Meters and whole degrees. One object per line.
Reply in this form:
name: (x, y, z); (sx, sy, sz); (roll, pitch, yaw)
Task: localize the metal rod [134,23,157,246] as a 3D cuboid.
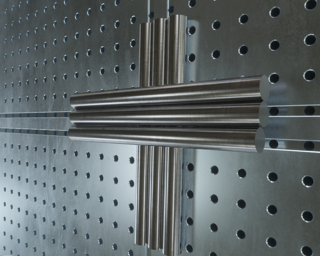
metal rod: (-0.019, 0.009, 0.426); (0.025, 0.025, 0.298); (2, 92, 40)

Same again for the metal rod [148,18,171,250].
metal rod: (0.000, 0.009, 0.411); (0.025, 0.025, 0.298); (2, 92, 40)

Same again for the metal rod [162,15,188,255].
metal rod: (0.019, 0.010, 0.395); (0.025, 0.025, 0.298); (2, 92, 40)

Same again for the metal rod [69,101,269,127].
metal rod: (-0.016, -0.015, 0.391); (0.300, 0.025, 0.025); (1, 91, 40)

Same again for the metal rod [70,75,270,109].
metal rod: (-0.016, -0.040, 0.391); (0.300, 0.025, 0.025); (1, 91, 40)

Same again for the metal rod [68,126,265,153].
metal rod: (-0.019, 0.010, 0.393); (0.300, 0.025, 0.025); (1, 91, 40)
